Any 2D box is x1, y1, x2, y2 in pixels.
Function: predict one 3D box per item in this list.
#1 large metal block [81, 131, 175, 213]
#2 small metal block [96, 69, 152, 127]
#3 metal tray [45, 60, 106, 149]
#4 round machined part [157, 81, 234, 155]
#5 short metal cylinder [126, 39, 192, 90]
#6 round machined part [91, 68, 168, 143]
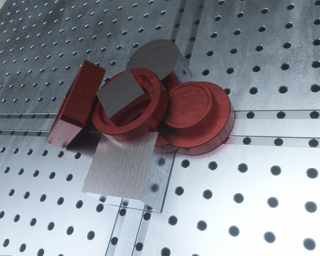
[{"bbox_3d":[-0.036,0.051,0.376,0.080,0.050,0.080,1,62,28],"label":"large metal block"},{"bbox_3d":[-0.043,-0.036,0.374,0.050,0.025,0.050,-36,51,4],"label":"small metal block"},{"bbox_3d":[-0.123,-0.029,0.441,0.129,0.030,0.090,-31,39,58],"label":"metal tray"},{"bbox_3d":[0.039,-0.019,0.387,0.098,0.042,0.098,-13,56,21],"label":"round machined part"},{"bbox_3d":[-0.001,-0.078,0.440,0.080,0.050,0.080,-13,56,21],"label":"short metal cylinder"},{"bbox_3d":[-0.034,-0.025,0.393,0.098,0.042,0.098,-13,56,21],"label":"round machined part"}]
